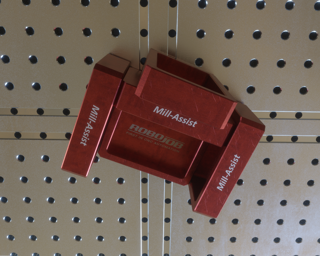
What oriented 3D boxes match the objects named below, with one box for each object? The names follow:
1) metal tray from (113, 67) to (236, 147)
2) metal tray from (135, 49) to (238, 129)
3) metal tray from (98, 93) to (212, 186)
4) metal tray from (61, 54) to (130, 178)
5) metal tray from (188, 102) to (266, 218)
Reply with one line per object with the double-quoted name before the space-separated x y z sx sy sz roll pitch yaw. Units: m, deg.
"metal tray" 0.016 -0.028 0.368 0.131 0.090 0.030 20 109 -8
"metal tray" 0.024 -0.048 0.339 0.090 0.130 0.030 21 109 -8
"metal tray" -0.006 0.015 0.415 0.131 0.030 0.089 21 109 -8
"metal tray" -0.075 -0.018 0.371 0.030 0.090 0.129 20 109 -8
"metal tray" 0.077 0.035 0.391 0.030 0.090 0.129 21 109 -7
